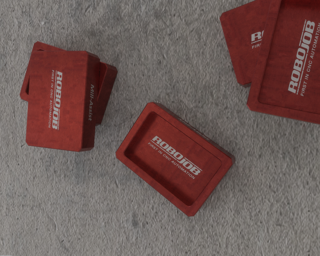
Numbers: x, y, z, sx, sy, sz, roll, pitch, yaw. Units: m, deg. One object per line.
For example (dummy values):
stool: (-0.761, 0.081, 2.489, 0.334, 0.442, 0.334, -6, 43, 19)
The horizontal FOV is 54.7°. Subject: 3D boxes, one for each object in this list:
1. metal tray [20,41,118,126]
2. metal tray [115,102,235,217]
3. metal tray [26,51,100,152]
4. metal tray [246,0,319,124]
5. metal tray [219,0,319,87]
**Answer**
metal tray: (-0.136, -0.065, 0.454, 0.130, 0.030, 0.089, 21, 97, 18)
metal tray: (0.018, 0.037, 0.399, 0.130, 0.030, 0.090, 37, 102, 16)
metal tray: (-0.132, -0.037, 0.421, 0.090, 0.030, 0.129, 5, 92, 19)
metal tray: (0.150, -0.073, 0.320, 0.090, 0.030, 0.129, 14, 95, 19)
metal tray: (0.144, -0.108, 0.355, 0.130, 0.030, 0.090, -16, 85, 19)
